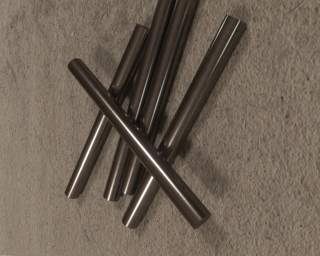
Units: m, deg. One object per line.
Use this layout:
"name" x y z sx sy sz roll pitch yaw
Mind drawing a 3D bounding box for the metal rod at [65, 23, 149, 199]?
"metal rod" -0.085 -0.012 0.472 0.025 0.025 0.298 41 114 32

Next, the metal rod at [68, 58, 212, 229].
"metal rod" -0.042 0.002 0.403 0.300 0.025 0.025 48 118 29

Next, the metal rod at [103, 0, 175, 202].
"metal rod" -0.029 -0.035 0.426 0.025 0.025 0.298 28 107 36

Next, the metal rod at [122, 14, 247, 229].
"metal rod" 0.020 0.008 0.386 0.025 0.025 0.298 40 114 32

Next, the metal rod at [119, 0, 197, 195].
"metal rod" -0.002 -0.049 0.404 0.025 0.025 0.298 28 107 36
